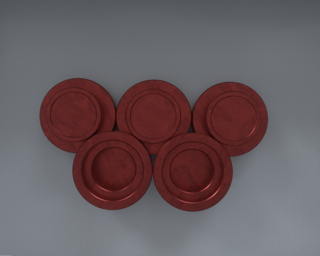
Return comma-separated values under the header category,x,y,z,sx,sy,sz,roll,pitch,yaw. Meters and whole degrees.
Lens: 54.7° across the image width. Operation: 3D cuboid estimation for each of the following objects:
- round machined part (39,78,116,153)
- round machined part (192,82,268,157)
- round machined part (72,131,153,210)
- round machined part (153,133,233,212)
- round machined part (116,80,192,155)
category,x,y,z,sx,sy,sz,roll,pitch,yaw
round machined part,-0.106,-0.016,0.399,0.099,0.042,0.097,0,89,-1
round machined part,0.091,-0.011,0.401,0.099,0.042,0.097,0,89,0
round machined part,-0.058,0.052,0.401,0.099,0.042,0.097,0,90,0
round machined part,0.040,0.054,0.401,0.099,0.042,0.097,0,90,0
round machined part,-0.008,-0.014,0.400,0.099,0.042,0.097,0,89,0
